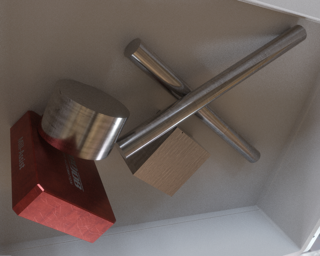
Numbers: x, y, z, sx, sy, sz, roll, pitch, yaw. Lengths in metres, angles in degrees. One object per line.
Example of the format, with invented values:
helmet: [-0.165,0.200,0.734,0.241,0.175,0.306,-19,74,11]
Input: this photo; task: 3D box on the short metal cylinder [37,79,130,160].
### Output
short metal cylinder: [-0.079,-0.010,0.325,0.081,0.080,0.050,17,109,-35]

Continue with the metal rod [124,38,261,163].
metal rod: [0.065,-0.020,0.433,0.025,0.025,0.301,-49,129,6]

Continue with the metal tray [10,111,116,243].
metal tray: [-0.101,0.045,0.313,0.030,0.130,0.090,-44,130,6]

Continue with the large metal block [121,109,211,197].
large metal block: [0.008,0.035,0.421,0.080,0.050,0.080,-48,129,5]

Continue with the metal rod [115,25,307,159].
metal rod: [0.076,-0.054,0.391,0.302,0.025,0.025,-33,130,-17]
